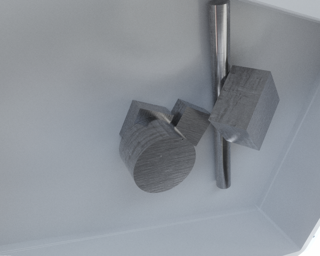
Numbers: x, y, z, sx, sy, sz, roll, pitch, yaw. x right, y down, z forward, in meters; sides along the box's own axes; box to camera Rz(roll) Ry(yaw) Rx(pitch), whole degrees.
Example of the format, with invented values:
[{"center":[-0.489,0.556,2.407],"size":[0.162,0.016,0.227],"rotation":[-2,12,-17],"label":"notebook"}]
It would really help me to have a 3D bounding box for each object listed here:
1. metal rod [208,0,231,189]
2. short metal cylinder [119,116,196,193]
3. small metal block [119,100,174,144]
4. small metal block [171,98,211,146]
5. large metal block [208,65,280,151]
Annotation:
[{"center":[0.088,-0.025,0.443],"size":[0.025,0.025,0.298],"rotation":[-21,127,-16],"label":"metal rod"},{"center":[-0.004,0.032,0.380],"size":[0.081,0.050,0.079],"rotation":[-14,125,-21],"label":"short metal cylinder"},{"center":[-0.017,-0.004,0.398],"size":[0.050,0.025,0.050],"rotation":[10,113,-33],"label":"small metal block"},{"center":[0.038,-0.007,0.427],"size":[0.050,0.025,0.050],"rotation":[17,109,-35],"label":"small metal block"},{"center":[0.115,-0.025,0.412],"size":[0.080,0.050,0.080],"rotation":[39,73,-55],"label":"large metal block"}]
